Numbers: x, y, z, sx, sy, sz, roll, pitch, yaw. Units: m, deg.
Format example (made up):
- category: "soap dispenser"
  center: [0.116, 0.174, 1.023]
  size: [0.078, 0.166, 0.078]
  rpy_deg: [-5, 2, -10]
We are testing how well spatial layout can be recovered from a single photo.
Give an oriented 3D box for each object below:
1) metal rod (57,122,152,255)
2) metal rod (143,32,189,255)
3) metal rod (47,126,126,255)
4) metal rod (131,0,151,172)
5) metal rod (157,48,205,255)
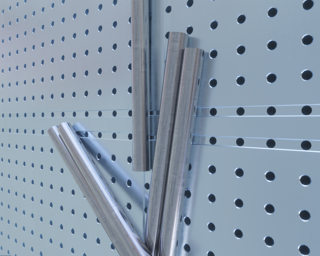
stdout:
- category: "metal rod"
  center: [-0.088, 0.091, 0.459]
  size: [0.300, 0.025, 0.025]
  rpy_deg: [49, 119, 35]
- category: "metal rod"
  center: [0.005, 0.029, 0.402]
  size: [0.025, 0.025, 0.298]
  rpy_deg: [12, 97, 39]
- category: "metal rod"
  center: [-0.108, 0.105, 0.495]
  size: [0.300, 0.025, 0.025]
  rpy_deg: [49, 119, 28]
- category: "metal rod"
  center: [-0.027, -0.090, 0.429]
  size: [0.025, 0.025, 0.298]
  rpy_deg: [-1, 89, 39]
- category: "metal rod"
  center: [0.023, 0.053, 0.388]
  size: [0.025, 0.025, 0.298]
  rpy_deg: [12, 97, 39]
